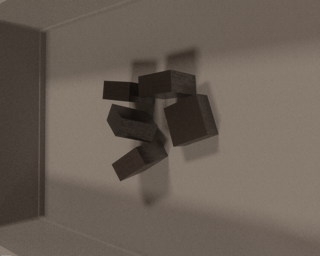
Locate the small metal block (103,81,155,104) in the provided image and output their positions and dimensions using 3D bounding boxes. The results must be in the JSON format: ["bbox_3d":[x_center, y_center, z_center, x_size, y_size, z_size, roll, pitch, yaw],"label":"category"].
[{"bbox_3d":[-0.041,-0.049,0.423,0.050,0.050,0.025,9,96,39],"label":"small metal block"}]

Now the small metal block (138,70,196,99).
[{"bbox_3d":[0.009,-0.052,0.381,0.050,0.050,0.025,-4,88,39],"label":"small metal block"}]

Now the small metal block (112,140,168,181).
[{"bbox_3d":[-0.026,0.042,0.408,0.050,0.050,0.025,-36,77,34],"label":"small metal block"}]

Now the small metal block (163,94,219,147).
[{"bbox_3d":[0.037,-0.008,0.375,0.050,0.025,0.050,-23,76,37],"label":"small metal block"}]

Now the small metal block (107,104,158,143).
[{"bbox_3d":[-0.038,-0.007,0.409,0.050,0.050,0.025,49,122,57],"label":"small metal block"}]
